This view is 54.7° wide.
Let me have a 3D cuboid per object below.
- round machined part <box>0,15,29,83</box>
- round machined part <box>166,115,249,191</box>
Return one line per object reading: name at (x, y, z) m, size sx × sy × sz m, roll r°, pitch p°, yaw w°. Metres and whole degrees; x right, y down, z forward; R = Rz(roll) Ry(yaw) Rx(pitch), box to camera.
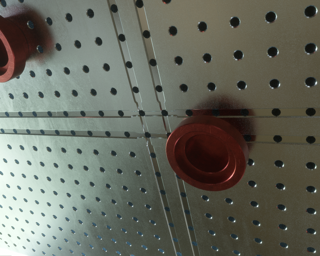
round machined part at (-0.232, -0.118, 0.446) m, size 0.098 × 0.042 × 0.097 m, roll 13°, pitch 124°, yaw 20°
round machined part at (0.060, 0.027, 0.384) m, size 0.098 × 0.042 × 0.097 m, roll 13°, pitch 124°, yaw 20°
